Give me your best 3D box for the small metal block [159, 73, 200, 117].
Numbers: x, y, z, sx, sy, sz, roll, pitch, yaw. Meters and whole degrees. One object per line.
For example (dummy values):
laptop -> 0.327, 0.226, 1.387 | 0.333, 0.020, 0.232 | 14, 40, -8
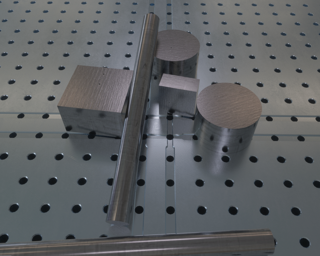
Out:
small metal block -> 0.026, -0.045, 0.429 | 0.050, 0.050, 0.025 | 11, 51, 9

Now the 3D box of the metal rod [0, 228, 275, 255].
metal rod -> -0.040, 0.120, 0.306 | 0.302, 0.025, 0.025 | -2, 50, -2

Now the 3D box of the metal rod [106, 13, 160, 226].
metal rod -> -0.029, -0.031, 0.395 | 0.025, 0.025, 0.299 | 5, 62, 4

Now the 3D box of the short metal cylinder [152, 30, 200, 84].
short metal cylinder -> 0.020, -0.110, 0.484 | 0.081, 0.050, 0.080 | 0, 50, 0

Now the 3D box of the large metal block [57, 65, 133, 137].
large metal block -> -0.081, -0.037, 0.422 | 0.080, 0.050, 0.080 | 7, 50, 5

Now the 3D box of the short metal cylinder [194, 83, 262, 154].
short metal cylinder -> 0.086, -0.014, 0.404 | 0.081, 0.050, 0.080 | 0, 50, 0
